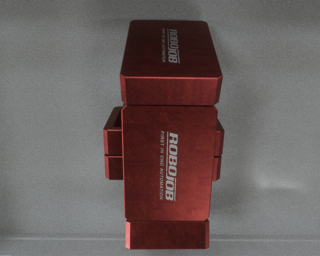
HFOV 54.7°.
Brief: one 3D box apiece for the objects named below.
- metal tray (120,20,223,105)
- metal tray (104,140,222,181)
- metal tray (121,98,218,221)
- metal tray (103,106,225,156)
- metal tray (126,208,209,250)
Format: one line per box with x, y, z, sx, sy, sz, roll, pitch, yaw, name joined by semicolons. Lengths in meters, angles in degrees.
0.010;-0.074;0.326;0.091;0.130;0.030;1;130;-1;metal tray
0.003;0.030;0.387;0.131;0.090;0.030;1;110;-1;metal tray
0.008;0.034;0.323;0.091;0.030;0.129;0;110;-1;metal tray
0.004;0.001;0.376;0.131;0.090;0.030;1;110;-1;metal tray
0.008;0.117;0.395;0.091;0.130;0.030;0;89;-1;metal tray
